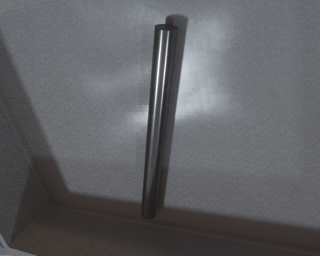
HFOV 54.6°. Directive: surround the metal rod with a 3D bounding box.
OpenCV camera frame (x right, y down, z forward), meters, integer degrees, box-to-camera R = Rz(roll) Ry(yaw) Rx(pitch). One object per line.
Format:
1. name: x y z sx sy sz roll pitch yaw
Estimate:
1. metal rod: -0.006 0.014 0.418 0.025 0.025 0.298 18 126 18
